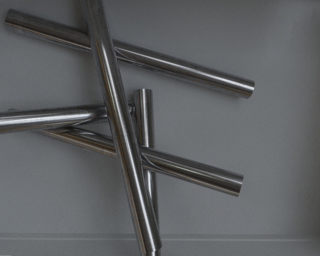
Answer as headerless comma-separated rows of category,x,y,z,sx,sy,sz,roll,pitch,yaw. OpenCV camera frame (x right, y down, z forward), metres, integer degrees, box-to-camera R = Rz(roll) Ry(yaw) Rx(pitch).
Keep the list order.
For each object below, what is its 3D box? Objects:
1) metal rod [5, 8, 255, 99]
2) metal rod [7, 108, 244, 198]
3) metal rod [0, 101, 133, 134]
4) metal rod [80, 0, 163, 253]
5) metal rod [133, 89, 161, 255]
metal rod,-0.030,-0.088,0.378,0.302,0.025,0.025,15,109,-6
metal rod,-0.054,0.024,0.368,0.301,0.025,0.025,15,111,14
metal rod,-0.175,-0.005,0.339,0.303,0.025,0.025,-7,113,-26
metal rod,-0.046,-0.017,0.340,0.025,0.025,0.298,-15,85,5
metal rod,-0.014,0.101,0.377,0.025,0.025,0.298,-3,83,1
